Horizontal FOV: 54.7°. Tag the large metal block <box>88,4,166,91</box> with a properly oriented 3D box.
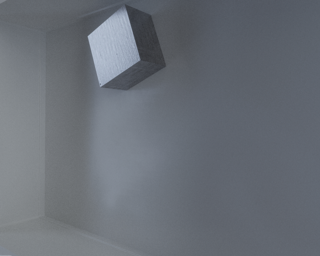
[{"bbox_3d":[-0.047,-0.107,0.427,0.080,0.050,0.080,-25,75,37],"label":"large metal block"}]
